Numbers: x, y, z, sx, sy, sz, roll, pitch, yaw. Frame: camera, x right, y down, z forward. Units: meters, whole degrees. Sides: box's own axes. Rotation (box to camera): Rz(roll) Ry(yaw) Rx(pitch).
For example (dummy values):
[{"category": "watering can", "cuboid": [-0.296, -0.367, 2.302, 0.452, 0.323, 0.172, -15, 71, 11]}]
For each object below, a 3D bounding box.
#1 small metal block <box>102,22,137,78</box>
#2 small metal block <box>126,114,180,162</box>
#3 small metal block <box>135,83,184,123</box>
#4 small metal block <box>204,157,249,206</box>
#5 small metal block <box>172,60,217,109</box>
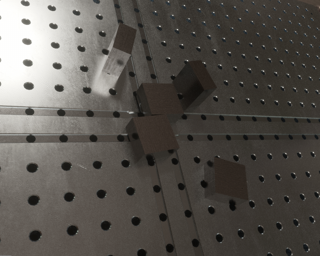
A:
[{"category": "small metal block", "cuboid": [-0.056, -0.107, 0.428, 0.025, 0.050, 0.050, 20, 54, -17]}, {"category": "small metal block", "cuboid": [-0.010, 0.012, 0.397, 0.050, 0.025, 0.050, -8, 66, -32]}, {"category": "small metal block", "cuboid": [-0.001, -0.034, 0.430, 0.050, 0.025, 0.050, -3, 63, -30]}, {"category": "small metal block", "cuboid": [0.088, 0.072, 0.414, 0.050, 0.025, 0.050, 17, 55, -19]}, {"category": "small metal block", "cuboid": [0.050, -0.065, 0.461, 0.025, 0.050, 0.050, -14, 69, -34]}]
